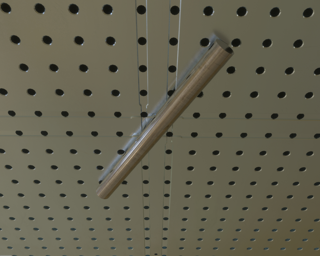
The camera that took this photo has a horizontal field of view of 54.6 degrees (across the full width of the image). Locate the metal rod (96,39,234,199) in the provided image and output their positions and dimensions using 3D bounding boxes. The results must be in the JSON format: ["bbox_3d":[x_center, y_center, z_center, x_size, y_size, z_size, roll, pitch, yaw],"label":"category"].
[{"bbox_3d":[-0.010,0.008,0.417,0.025,0.025,0.298,26,125,-21],"label":"metal rod"}]
